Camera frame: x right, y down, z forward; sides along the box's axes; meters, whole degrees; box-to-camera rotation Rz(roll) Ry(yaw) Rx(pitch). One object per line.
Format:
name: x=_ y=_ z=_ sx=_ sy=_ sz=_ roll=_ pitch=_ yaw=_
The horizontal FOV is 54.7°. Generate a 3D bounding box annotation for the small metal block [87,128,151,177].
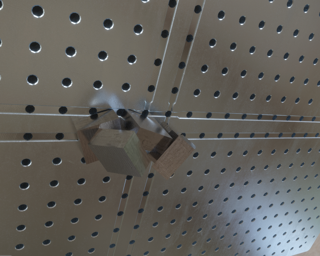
small metal block: x=-0.046 y=0.028 z=0.353 sx=0.025 sy=0.050 sz=0.050 roll=-61 pitch=141 yaw=-36

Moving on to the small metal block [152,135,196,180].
small metal block: x=0.020 y=0.036 z=0.395 sx=0.050 sy=0.025 sz=0.050 roll=-49 pitch=173 yaw=6

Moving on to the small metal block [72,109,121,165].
small metal block: x=-0.074 y=0.010 z=0.379 sx=0.050 sy=0.025 sz=0.050 roll=-18 pitch=126 yaw=-18

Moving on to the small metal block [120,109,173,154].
small metal block: x=-0.020 y=0.005 z=0.388 sx=0.050 sy=0.050 sz=0.025 roll=20 pitch=108 yaw=-36

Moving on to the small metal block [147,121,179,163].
small metal block: x=0.008 y=0.027 z=0.434 sx=0.050 sy=0.025 sz=0.050 roll=-46 pitch=130 yaw=3
